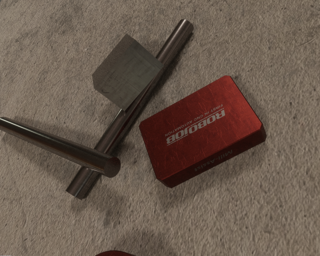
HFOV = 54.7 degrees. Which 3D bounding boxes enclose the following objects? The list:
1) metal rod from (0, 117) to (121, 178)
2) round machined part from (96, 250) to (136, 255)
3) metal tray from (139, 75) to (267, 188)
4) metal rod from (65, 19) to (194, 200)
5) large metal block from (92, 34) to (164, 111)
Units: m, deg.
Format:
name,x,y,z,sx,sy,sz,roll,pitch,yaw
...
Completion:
name,x,y,z,sx,sy,sz,roll,pitch,yaw
metal rod,-0.167,0.019,0.456,0.300,0.025,0.025,13,69,40
round machined part,-0.041,0.176,0.306,0.098,0.042,0.098,-13,56,20
metal tray,0.047,0.003,0.373,0.130,0.030,0.090,-29,52,9
metal rod,-0.036,-0.035,0.442,0.025,0.025,0.300,22,73,36
large metal block,-0.048,-0.081,0.433,0.080,0.050,0.080,-48,25,8
